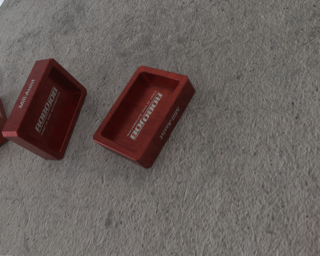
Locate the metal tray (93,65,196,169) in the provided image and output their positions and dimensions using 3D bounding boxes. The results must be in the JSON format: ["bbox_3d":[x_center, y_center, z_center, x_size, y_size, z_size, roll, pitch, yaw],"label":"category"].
[{"bbox_3d":[-0.022,-0.019,0.423,0.090,0.030,0.130,21,72,35],"label":"metal tray"}]

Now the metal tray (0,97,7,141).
[{"bbox_3d":[-0.327,-0.039,0.556,0.030,0.090,0.130,-33,51,0],"label":"metal tray"}]

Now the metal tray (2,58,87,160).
[{"bbox_3d":[-0.166,-0.027,0.466,0.030,0.090,0.130,-1,61,28],"label":"metal tray"}]

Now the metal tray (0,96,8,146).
[{"bbox_3d":[-0.329,-0.008,0.568,0.090,0.030,0.130,-38,57,5],"label":"metal tray"}]
